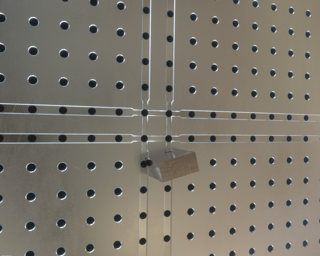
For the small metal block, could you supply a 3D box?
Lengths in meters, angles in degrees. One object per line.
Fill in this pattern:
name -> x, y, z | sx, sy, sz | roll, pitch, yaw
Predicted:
small metal block -> 0.015, 0.048, 0.405 | 0.050, 0.050, 0.025 | -14, 95, -19
